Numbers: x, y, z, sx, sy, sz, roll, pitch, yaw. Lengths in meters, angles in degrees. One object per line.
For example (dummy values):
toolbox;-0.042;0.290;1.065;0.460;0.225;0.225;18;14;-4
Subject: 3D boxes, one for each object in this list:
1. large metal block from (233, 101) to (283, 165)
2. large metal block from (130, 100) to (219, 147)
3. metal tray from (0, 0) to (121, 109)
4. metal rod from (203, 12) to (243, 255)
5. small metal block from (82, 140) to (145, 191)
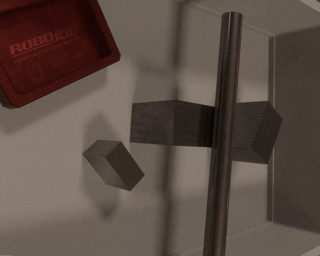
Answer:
large metal block;0.133;0.007;0.485;0.050;0.080;0.080;40;66;-33
large metal block;0.020;-0.003;0.389;0.081;0.080;0.050;6;87;-40
metal tray;-0.112;-0.086;0.310;0.131;0.030;0.090;-35;112;-35
metal rod;0.075;0.012;0.366;0.025;0.025;0.298;9;85;-40
small metal block;-0.053;0.041;0.348;0.025;0.050;0.050;-47;118;-30
